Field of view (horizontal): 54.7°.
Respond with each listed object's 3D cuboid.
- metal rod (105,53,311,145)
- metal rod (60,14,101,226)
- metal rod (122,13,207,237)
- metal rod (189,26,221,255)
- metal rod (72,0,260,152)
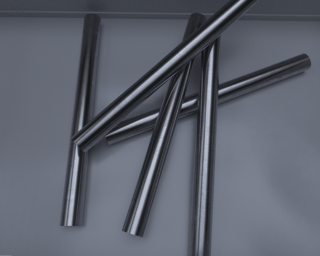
[{"bbox_3d":[0.069,-0.042,0.425,0.302,0.025,0.025,-21,72,-8],"label":"metal rod"},{"bbox_3d":[-0.104,-0.024,0.417,0.025,0.025,0.299,1,70,0],"label":"metal rod"},{"bbox_3d":[0.012,-0.019,0.388,0.025,0.025,0.299,15,71,5],"label":"metal rod"},{"bbox_3d":[0.057,0.012,0.386,0.025,0.025,0.299,5,77,2],"label":"metal rod"},{"bbox_3d":[0.014,-0.079,0.386,0.300,0.025,0.025,-41,75,-4],"label":"metal rod"}]
